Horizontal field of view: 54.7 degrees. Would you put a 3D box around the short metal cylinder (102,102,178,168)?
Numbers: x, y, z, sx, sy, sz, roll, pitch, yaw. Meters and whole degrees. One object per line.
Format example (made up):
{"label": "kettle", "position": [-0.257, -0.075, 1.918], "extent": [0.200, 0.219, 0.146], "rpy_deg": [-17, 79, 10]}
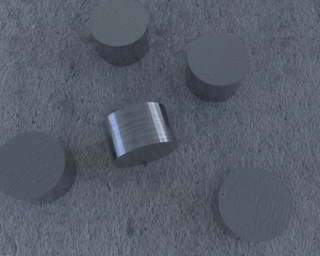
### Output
{"label": "short metal cylinder", "position": [-0.024, 0.010, 0.375], "extent": [0.080, 0.080, 0.050], "rpy_deg": [-16, 71, -6]}

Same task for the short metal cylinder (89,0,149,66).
{"label": "short metal cylinder", "position": [-0.056, -0.137, 0.444], "extent": [0.081, 0.050, 0.080], "rpy_deg": [0, 70, 0]}

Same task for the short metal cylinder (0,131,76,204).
{"label": "short metal cylinder", "position": [-0.148, 0.049, 0.376], "extent": [0.081, 0.050, 0.080], "rpy_deg": [0, 70, 0]}

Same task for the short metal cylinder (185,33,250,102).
{"label": "short metal cylinder", "position": [0.076, -0.082, 0.425], "extent": [0.081, 0.050, 0.080], "rpy_deg": [0, 70, 0]}

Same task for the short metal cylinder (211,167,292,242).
{"label": "short metal cylinder", "position": [0.104, 0.091, 0.362], "extent": [0.081, 0.050, 0.080], "rpy_deg": [0, 70, 0]}
